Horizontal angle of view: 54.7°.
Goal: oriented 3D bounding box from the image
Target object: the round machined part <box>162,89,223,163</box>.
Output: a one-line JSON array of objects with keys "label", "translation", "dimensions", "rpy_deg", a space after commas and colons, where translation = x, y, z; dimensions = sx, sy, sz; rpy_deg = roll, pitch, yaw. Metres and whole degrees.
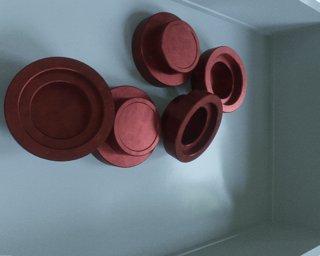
[{"label": "round machined part", "translation": [0.037, -0.006, 0.413], "dimensions": [0.099, 0.042, 0.097], "rpy_deg": [-32, 137, -35]}]

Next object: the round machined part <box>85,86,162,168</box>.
[{"label": "round machined part", "translation": [-0.037, -0.001, 0.366], "dimensions": [0.099, 0.042, 0.097], "rpy_deg": [0, 90, -40]}]

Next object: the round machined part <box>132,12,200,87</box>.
[{"label": "round machined part", "translation": [0.015, -0.104, 0.410], "dimensions": [0.099, 0.042, 0.097], "rpy_deg": [0, 90, -40]}]

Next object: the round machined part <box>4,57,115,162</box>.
[{"label": "round machined part", "translation": [-0.098, -0.017, 0.304], "dimensions": [0.099, 0.042, 0.097], "rpy_deg": [2, 85, -26]}]

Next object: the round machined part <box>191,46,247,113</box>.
[{"label": "round machined part", "translation": [0.085, -0.071, 0.469], "dimensions": [0.099, 0.042, 0.097], "rpy_deg": [0, 90, -40]}]
